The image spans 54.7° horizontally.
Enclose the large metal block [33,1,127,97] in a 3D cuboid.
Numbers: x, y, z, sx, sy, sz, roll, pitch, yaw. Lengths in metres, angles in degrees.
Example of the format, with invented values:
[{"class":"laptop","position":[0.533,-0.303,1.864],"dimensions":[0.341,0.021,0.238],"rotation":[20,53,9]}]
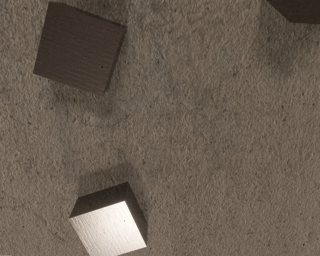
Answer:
[{"class":"large metal block","position":[-0.091,-0.092,0.361],"dimensions":[0.080,0.050,0.079],"rotation":[19,109,-7]}]

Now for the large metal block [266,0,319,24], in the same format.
[{"class":"large metal block","position":[0.164,-0.159,0.324],"dimensions":[0.050,0.080,0.080],"rotation":[36,106,-13]}]

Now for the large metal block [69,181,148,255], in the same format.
[{"class":"large metal block","position":[-0.070,0.134,0.445],"dimensions":[0.080,0.050,0.080],"rotation":[-19,109,6]}]
